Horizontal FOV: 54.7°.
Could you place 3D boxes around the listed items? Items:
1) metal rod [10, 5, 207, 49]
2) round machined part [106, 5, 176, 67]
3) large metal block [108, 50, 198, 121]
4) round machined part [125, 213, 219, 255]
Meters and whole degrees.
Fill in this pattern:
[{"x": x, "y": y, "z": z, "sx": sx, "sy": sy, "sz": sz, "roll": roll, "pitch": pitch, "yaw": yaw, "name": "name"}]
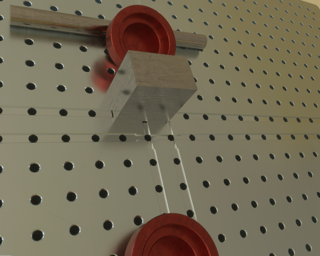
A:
[{"x": -0.058, "y": -0.146, "z": 0.466, "sx": 0.303, "sy": 0.025, "sz": 0.025, "roll": -1, "pitch": 63, "yaw": -29, "name": "metal rod"}, {"x": -0.030, "y": -0.118, "z": 0.439, "sx": 0.099, "sy": 0.042, "sz": 0.097, "roll": 3, "pitch": 83, "yaw": -28, "name": "round machined part"}, {"x": -0.012, "y": -0.050, "z": 0.397, "sx": 0.081, "sy": 0.080, "sz": 0.050, "roll": 0, "pitch": 62, "yaw": -29, "name": "large metal block"}, {"x": 0.009, "y": 0.141, "z": 0.316, "sx": 0.099, "sy": 0.042, "sz": 0.098, "roll": 14, "pitch": 56, "yaw": -21, "name": "round machined part"}]
